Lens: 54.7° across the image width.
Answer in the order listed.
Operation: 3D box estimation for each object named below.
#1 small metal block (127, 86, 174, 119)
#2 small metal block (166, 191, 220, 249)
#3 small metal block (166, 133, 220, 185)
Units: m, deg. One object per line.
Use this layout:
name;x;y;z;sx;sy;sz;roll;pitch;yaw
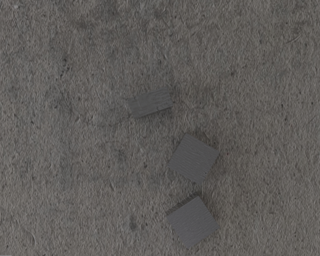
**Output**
small metal block;-0.012;-0.031;0.397;0.050;0.050;0.025;-19;90;0
small metal block;0.043;0.121;0.410;0.050;0.025;0.050;-34;90;0
small metal block;0.043;0.040;0.410;0.050;0.025;0.050;30;90;0
